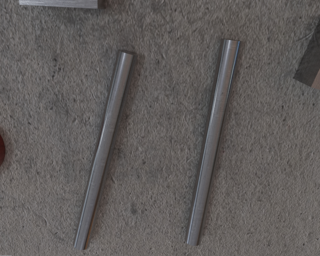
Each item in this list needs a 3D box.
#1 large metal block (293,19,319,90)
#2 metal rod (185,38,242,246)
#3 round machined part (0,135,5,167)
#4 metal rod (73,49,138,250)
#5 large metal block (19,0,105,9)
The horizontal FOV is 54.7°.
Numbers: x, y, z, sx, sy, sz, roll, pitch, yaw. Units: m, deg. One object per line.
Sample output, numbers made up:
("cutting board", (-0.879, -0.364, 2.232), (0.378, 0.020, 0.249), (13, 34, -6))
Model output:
("large metal block", (0.223, -0.081, 0.370), (0.081, 0.050, 0.079), (15, 109, -6))
("metal rod", (0.068, 0.033, 0.422), (0.025, 0.025, 0.298), (6, 110, -3))
("round machined part", (-0.264, 0.032, 0.409), (0.099, 0.042, 0.097), (0, 110, -1))
("metal rod", (-0.079, 0.043, 0.424), (0.025, 0.025, 0.298), (15, 109, -6))
("large metal block", (-0.104, -0.172, 0.332), (0.081, 0.050, 0.079), (2, 110, -2))
